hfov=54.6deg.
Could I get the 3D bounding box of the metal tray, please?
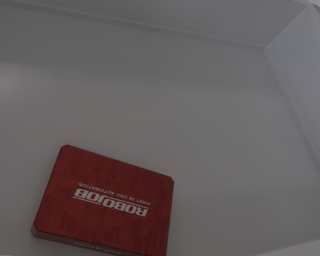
[{"bbox_3d":[-0.053,0.080,0.325,0.131,0.030,0.090,20,54,-16],"label":"metal tray"}]
